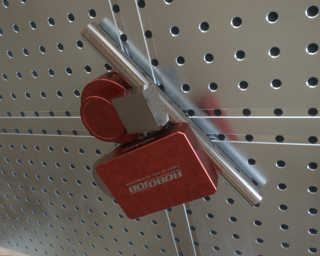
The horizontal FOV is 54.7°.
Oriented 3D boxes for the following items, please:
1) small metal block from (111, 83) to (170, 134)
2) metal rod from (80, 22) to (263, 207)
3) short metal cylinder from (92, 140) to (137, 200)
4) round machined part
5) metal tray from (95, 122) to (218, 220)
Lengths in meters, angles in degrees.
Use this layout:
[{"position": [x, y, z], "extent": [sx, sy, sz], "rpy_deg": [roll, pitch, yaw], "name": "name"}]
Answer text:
[{"position": [-0.024, -0.022, 0.375], "extent": [0.050, 0.025, 0.050], "rpy_deg": [-8, 117, 37], "name": "small metal block"}, {"position": [0.017, -0.014, 0.388], "extent": [0.300, 0.025, 0.025], "rpy_deg": [45, 129, -4], "name": "metal rod"}, {"position": [-0.051, 0.063, 0.455], "extent": [0.080, 0.050, 0.079], "rpy_deg": [13, 124, 21], "name": "short metal cylinder"}, {"position": [-0.067, -0.020, 0.417], "extent": [0.098, 0.042, 0.097], "rpy_deg": [14, 125, 21], "name": "round machined part"}, {"position": [-0.004, 0.057, 0.391], "extent": [0.130, 0.030, 0.090], "rpy_deg": [-24, 106, 23], "name": "metal tray"}]
